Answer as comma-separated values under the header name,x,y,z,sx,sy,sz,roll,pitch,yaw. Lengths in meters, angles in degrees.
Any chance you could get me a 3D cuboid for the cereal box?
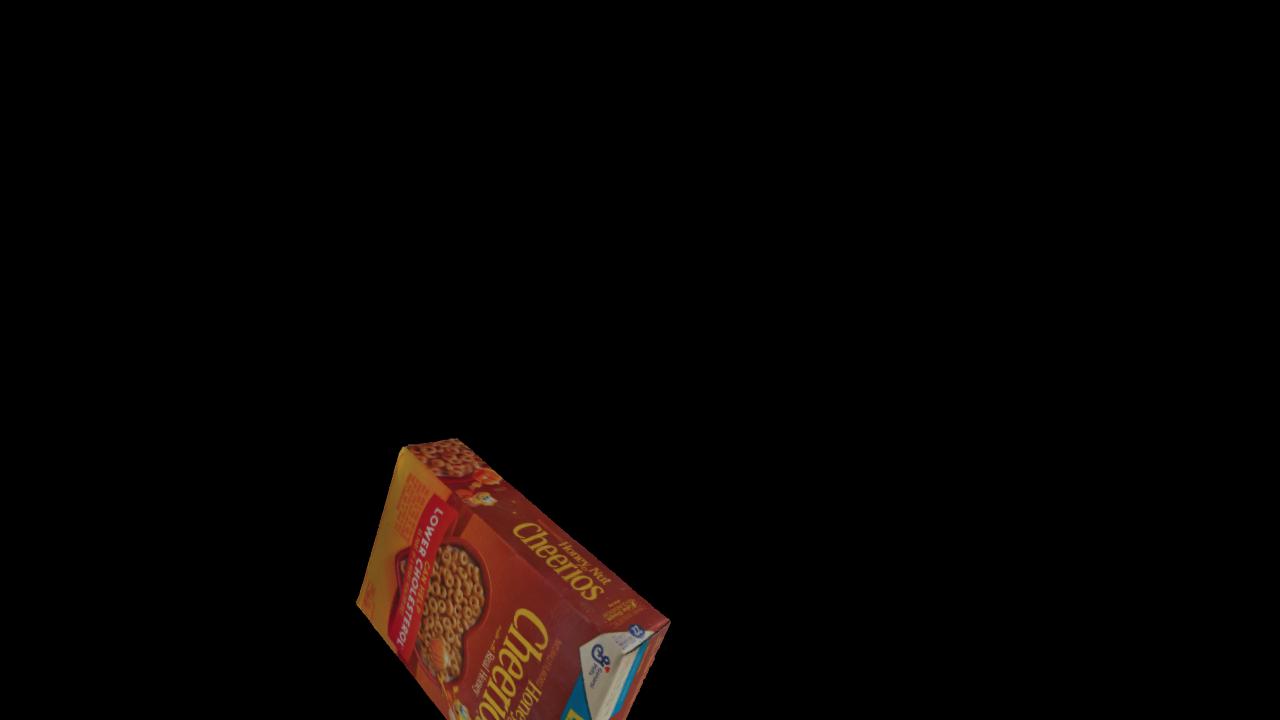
name,x,y,z,sx,sy,sz,roll,pitch,yaw
cereal box,-0.137,0.238,0.577,0.306,0.203,0.081,32,19,31
